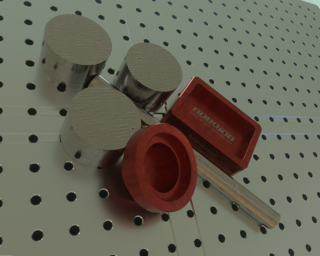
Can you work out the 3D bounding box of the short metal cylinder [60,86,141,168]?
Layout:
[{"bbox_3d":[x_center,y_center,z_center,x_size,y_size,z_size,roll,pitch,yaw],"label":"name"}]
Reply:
[{"bbox_3d":[-0.068,-0.001,0.355,0.081,0.050,0.080,14,56,-21],"label":"short metal cylinder"}]

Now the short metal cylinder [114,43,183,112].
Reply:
[{"bbox_3d":[-0.017,-0.069,0.424,0.081,0.050,0.080,14,56,-21],"label":"short metal cylinder"}]

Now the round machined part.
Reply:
[{"bbox_3d":[-0.004,0.046,0.353,0.099,0.042,0.098,17,66,-43],"label":"round machined part"}]

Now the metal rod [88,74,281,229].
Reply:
[{"bbox_3d":[0.033,0.033,0.406,0.300,0.025,0.025,38,51,-3],"label":"metal rod"}]

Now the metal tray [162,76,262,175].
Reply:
[{"bbox_3d":[0.078,-0.005,0.449,0.130,0.030,0.090,38,52,-3],"label":"metal tray"}]

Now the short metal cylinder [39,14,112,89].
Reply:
[{"bbox_3d":[-0.107,-0.096,0.393,0.081,0.050,0.080,14,56,-21],"label":"short metal cylinder"}]
